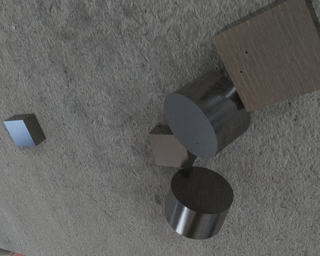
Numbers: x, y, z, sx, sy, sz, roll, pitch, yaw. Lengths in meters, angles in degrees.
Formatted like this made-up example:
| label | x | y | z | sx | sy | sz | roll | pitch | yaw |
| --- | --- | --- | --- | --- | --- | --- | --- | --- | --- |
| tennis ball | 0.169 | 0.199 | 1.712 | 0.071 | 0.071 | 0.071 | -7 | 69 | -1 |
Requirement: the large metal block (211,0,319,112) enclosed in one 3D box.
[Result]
| label | x | y | z | sx | sy | sz | roll | pitch | yaw |
| --- | --- | --- | --- | --- | --- | --- | --- | --- | --- |
| large metal block | 0.108 | -0.071 | 0.290 | 0.080 | 0.050 | 0.080 | -19 | 109 | 35 |

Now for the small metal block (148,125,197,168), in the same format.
| label | x | y | z | sx | sy | sz | roll | pitch | yaw |
| --- | --- | --- | --- | --- | --- | --- | --- | --- | --- |
| small metal block | 0.017 | 0.024 | 0.413 | 0.050 | 0.025 | 0.050 | 1 | 119 | 27 |

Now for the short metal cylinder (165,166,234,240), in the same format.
| label | x | y | z | sx | sy | sz | roll | pitch | yaw |
| --- | --- | --- | --- | --- | --- | --- | --- | --- | --- |
| short metal cylinder | 0.050 | 0.096 | 0.405 | 0.080 | 0.080 | 0.050 | 22 | 127 | 15 |

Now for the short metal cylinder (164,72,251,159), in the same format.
| label | x | y | z | sx | sy | sz | roll | pitch | yaw |
| --- | --- | --- | --- | --- | --- | --- | --- | --- | --- |
| short metal cylinder | 0.049 | -0.013 | 0.335 | 0.080 | 0.050 | 0.080 | 42 | 152 | 29 |

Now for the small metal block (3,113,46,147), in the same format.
| label | x | y | z | sx | sy | sz | roll | pitch | yaw |
| --- | --- | --- | --- | --- | --- | --- | --- | --- | --- |
| small metal block | -0.231 | 0.004 | 0.531 | 0.050 | 0.025 | 0.050 | -3 | 117 | 29 |
